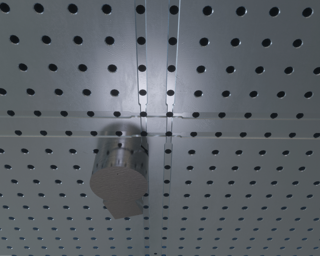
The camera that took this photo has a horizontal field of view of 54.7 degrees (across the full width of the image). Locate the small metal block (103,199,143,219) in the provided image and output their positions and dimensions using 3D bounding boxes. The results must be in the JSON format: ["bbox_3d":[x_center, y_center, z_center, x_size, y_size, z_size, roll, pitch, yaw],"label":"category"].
[{"bbox_3d":[-0.060,0.124,0.517,0.050,0.025,0.050,-14,129,11],"label":"small metal block"}]

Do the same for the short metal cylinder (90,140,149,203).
[{"bbox_3d":[-0.057,0.064,0.449,0.081,0.050,0.079,0,130,0],"label":"short metal cylinder"}]
